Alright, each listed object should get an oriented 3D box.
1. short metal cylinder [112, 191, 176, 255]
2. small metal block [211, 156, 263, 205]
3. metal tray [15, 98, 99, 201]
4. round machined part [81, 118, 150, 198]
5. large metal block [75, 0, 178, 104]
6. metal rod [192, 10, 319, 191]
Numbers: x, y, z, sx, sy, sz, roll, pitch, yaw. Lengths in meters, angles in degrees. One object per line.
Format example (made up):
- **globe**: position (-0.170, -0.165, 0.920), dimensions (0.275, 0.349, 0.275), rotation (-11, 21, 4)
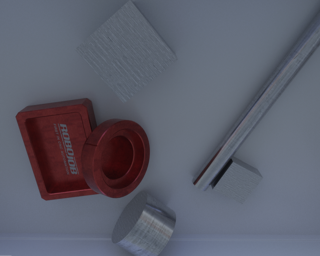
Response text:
- **short metal cylinder**: position (-0.023, 0.136, 0.432), dimensions (0.050, 0.080, 0.080), rotation (37, 106, -13)
- **small metal block**: position (0.108, 0.073, 0.440), dimensions (0.050, 0.025, 0.050), rotation (28, 107, -11)
- **metal tray**: position (-0.127, 0.031, 0.418), dimensions (0.091, 0.030, 0.129), rotation (-8, 110, 2)
- **round machined part**: position (-0.061, 0.036, 0.395), dimensions (0.042, 0.099, 0.097), rotation (8, 116, 38)
- **large metal block**: position (-0.037, -0.090, 0.364), dimensions (0.080, 0.050, 0.080), rotation (-38, 106, 12)
- **metal rod**: position (0.136, -0.037, 0.399), dimensions (0.025, 0.025, 0.299), rotation (31, 107, -11)
